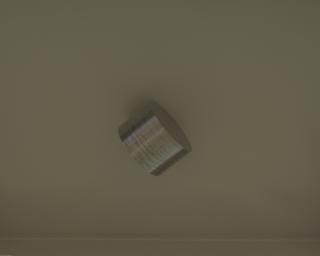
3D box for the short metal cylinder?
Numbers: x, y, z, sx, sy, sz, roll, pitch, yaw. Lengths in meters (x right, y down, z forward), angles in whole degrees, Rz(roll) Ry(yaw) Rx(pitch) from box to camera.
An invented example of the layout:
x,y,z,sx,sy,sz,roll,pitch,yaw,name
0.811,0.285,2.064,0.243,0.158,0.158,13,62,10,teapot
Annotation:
x,y,z,sx,sy,sz,roll,pitch,yaw,name
-0.005,0.012,0.384,0.050,0.080,0.080,-40,106,13,short metal cylinder
